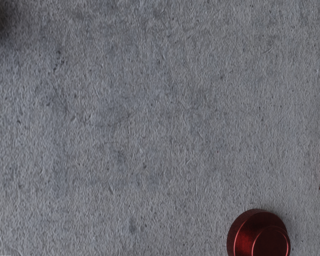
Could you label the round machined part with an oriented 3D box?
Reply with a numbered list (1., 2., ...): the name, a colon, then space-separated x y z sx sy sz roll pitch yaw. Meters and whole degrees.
1. round machined part: 0.152 0.173 0.458 0.099 0.042 0.097 0 90 -21
